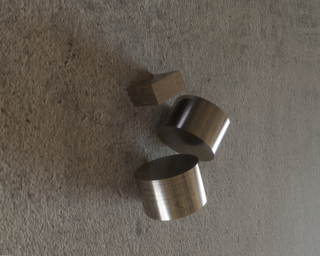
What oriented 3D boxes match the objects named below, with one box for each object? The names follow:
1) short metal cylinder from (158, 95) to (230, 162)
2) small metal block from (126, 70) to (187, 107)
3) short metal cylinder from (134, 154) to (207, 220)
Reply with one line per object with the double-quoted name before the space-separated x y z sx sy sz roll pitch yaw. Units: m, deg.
"short metal cylinder" 0.044 0.001 0.408 0.080 0.080 0.050 45 63 -31
"small metal block" -0.005 -0.049 0.386 0.050 0.050 0.025 -33 111 -35
"short metal cylinder" 0.014 0.070 0.383 0.081 0.080 0.050 -23 105 -38
